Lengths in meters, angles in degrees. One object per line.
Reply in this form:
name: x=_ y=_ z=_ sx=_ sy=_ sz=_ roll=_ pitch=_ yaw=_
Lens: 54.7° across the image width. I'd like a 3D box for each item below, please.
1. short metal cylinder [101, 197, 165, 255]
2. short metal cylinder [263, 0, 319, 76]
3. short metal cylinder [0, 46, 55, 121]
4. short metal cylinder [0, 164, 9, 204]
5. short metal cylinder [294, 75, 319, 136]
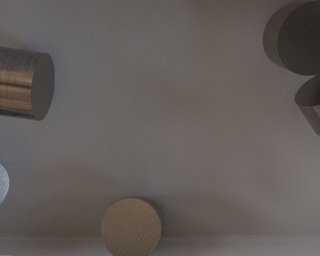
short metal cylinder: x=-0.035 y=0.137 z=0.430 sx=0.080 sy=0.050 sz=0.080 roll=-1 pitch=79 yaw=6
short metal cylinder: x=0.168 y=-0.105 z=0.362 sx=0.081 sy=0.050 sz=0.079 roll=0 pitch=110 yaw=-1
short metal cylinder: x=-0.161 y=-0.051 z=0.361 sx=0.050 sy=0.080 sz=0.079 roll=8 pitch=110 yaw=-3
short metal cylinder: x=-0.245 y=0.070 z=0.399 sx=0.081 sy=0.050 sz=0.079 roll=-12 pitch=108 yaw=-40
short metal cylinder: x=0.213 y=-0.033 z=0.373 sx=0.080 sy=0.080 sz=0.050 roll=-36 pitch=107 yaw=12
